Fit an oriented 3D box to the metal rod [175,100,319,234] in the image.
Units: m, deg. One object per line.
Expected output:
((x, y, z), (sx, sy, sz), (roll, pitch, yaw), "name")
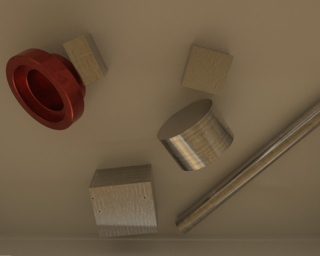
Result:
((0.137, 0.049, 0.431), (0.025, 0.025, 0.299), (43, 104, -15), "metal rod")

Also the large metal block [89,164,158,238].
((-0.048, 0.102, 0.435), (0.080, 0.050, 0.079), (-6, 110, 2), "large metal block")

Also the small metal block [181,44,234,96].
((0.057, -0.073, 0.385), (0.050, 0.025, 0.050), (14, 109, -6), "small metal block")

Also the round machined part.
((-0.128, -0.049, 0.366), (0.098, 0.042, 0.097), (20, 134, 22), "round machined part")

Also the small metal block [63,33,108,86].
((-0.086, -0.082, 0.366), (0.025, 0.050, 0.050), (-22, 109, 4), "small metal block")

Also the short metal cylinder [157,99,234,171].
((0.043, 0.008, 0.386), (0.080, 0.080, 0.050), (-33, 107, 11), "short metal cylinder")
